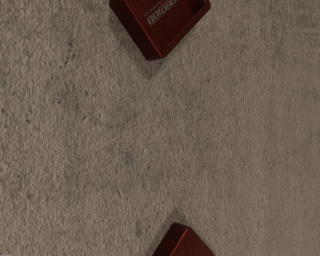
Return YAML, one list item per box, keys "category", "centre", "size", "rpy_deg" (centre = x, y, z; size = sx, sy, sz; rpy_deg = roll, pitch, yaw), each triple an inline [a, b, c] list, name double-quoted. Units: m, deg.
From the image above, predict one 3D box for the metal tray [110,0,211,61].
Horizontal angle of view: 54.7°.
- category: "metal tray"
  centre: [0.007, -0.162, 0.408]
  size: [0.130, 0.030, 0.090]
  rpy_deg: [-52, 121, -28]

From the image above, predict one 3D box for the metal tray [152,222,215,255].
- category: "metal tray"
  centre: [0.040, 0.209, 0.438]
  size: [0.090, 0.030, 0.130]
  rpy_deg: [-52, 121, -27]
